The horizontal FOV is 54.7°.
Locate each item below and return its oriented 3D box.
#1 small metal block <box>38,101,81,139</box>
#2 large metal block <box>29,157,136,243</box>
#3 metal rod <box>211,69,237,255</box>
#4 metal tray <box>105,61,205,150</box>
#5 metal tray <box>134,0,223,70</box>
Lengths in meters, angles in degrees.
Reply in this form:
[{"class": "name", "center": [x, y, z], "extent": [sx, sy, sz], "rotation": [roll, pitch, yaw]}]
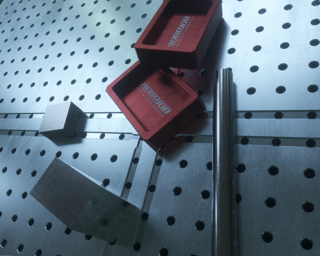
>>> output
[{"class": "small metal block", "center": [-0.161, -0.012, 0.498], "extent": [0.050, 0.025, 0.050], "rotation": [-7, 59, 24]}, {"class": "large metal block", "center": [-0.089, 0.085, 0.366], "extent": [0.080, 0.080, 0.050], "rotation": [23, 74, 36]}, {"class": "metal rod", "center": [0.069, 0.061, 0.334], "extent": [0.025, 0.025, 0.299], "rotation": [-8, 58, 24]}, {"class": "metal tray", "center": [-0.011, -0.043, 0.435], "extent": [0.090, 0.030, 0.130], "rotation": [-40, 51, 0]}, {"class": "metal tray", "center": [0.030, -0.143, 0.451], "extent": [0.090, 0.030, 0.130], "rotation": [11, 55, 23]}]
